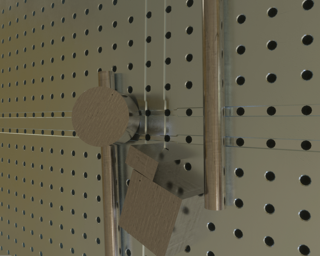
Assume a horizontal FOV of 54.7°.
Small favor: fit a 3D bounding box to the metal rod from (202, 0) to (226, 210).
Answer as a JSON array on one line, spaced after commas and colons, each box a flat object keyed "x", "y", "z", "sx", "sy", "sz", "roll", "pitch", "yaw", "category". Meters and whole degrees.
[{"x": 0.062, "y": -0.058, "z": 0.356, "sx": 0.025, "sy": 0.025, "sz": 0.298, "roll": -1, "pitch": 89, "yaw": 39, "category": "metal rod"}]

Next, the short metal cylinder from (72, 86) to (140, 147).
[{"x": -0.074, "y": -0.015, "z": 0.431, "sx": 0.080, "sy": 0.050, "sz": 0.079, "roll": 0, "pitch": 89, "yaw": 12, "category": "short metal cylinder"}]

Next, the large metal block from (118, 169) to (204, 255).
[{"x": 0.001, "y": 0.102, "z": 0.390, "sx": 0.080, "sy": 0.050, "sz": 0.079, "roll": 25, "pitch": 106, "yaw": 37, "category": "large metal block"}]

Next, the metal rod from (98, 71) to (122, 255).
[{"x": -0.075, "y": 0.064, "z": 0.468, "sx": 0.025, "sy": 0.025, "sz": 0.298, "roll": -4, "pitch": 87, "yaw": 39, "category": "metal rod"}]

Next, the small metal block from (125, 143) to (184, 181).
[{"x": -0.007, "y": 0.042, "z": 0.397, "sx": 0.050, "sy": 0.050, "sz": 0.025, "roll": 28, "pitch": 107, "yaw": 36, "category": "small metal block"}]
